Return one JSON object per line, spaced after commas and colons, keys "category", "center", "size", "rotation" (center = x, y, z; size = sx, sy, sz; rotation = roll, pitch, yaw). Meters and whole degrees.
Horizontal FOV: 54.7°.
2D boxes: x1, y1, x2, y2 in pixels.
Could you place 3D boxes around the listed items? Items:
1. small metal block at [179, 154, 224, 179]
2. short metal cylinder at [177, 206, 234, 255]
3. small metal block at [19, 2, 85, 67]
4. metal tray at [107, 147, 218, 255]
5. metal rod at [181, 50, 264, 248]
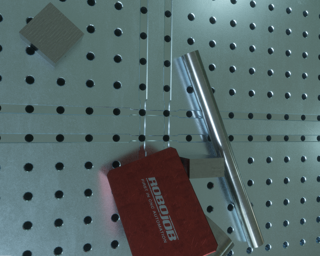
{"category": "small metal block", "center": [0.052, 0.051, 0.420], "size": [0.050, 0.050, 0.025], "rotation": [0, 90, -20]}
{"category": "short metal cylinder", "center": [0.048, 0.144, 0.403], "size": [0.050, 0.080, 0.080], "rotation": [-45, 105, -14]}
{"category": "small metal block", "center": [-0.127, -0.109, 0.366], "size": [0.050, 0.025, 0.050], "rotation": [42, 76, -16]}
{"category": "metal tray", "center": [0.000, 0.098, 0.367], "size": [0.091, 0.030, 0.130], "rotation": [-21, 66, -5]}
{"category": "metal rod", "center": [0.093, 0.035, 0.448], "size": [0.025, 0.025, 0.298], "rotation": [-23, 98, -19]}
